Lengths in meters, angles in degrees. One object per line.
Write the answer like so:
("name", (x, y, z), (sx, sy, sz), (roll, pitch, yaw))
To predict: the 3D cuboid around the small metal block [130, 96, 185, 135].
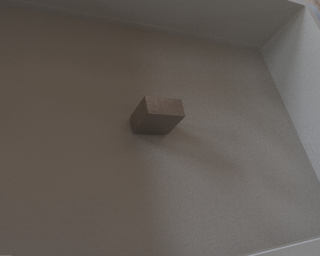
("small metal block", (-0.004, -0.015, 0.393), (0.050, 0.050, 0.025), (3, 60, -27))
